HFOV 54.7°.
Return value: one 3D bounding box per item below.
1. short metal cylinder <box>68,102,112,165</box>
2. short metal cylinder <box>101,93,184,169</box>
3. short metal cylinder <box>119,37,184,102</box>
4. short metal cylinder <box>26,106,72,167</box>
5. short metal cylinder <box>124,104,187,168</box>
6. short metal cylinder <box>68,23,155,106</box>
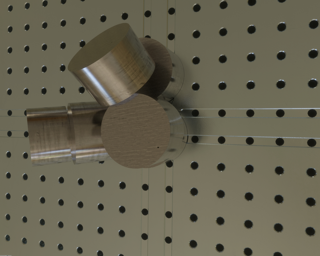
[{"bbox_3d":[-0.091,0.005,0.408,0.050,0.080,0.080,-6,88,-22],"label":"short metal cylinder"},{"bbox_3d":[-0.019,0.003,0.351,0.080,0.050,0.080,0,90,20],"label":"short metal cylinder"},{"bbox_3d":[-0.014,-0.071,0.404,0.080,0.050,0.079,0,90,20],"label":"short metal cylinder"},{"bbox_3d":[-0.155,0.011,0.431,0.050,0.080,0.080,-6,87,-22],"label":"short metal cylinder"},{"bbox_3d":[-0.010,0.009,0.402,0.080,0.050,0.080,0,90,20],"label":"short metal cylinder"},{"bbox_3d":[-0.053,-0.070,0.341,0.080,0.080,0.050,-25,125,18],"label":"short metal cylinder"}]
